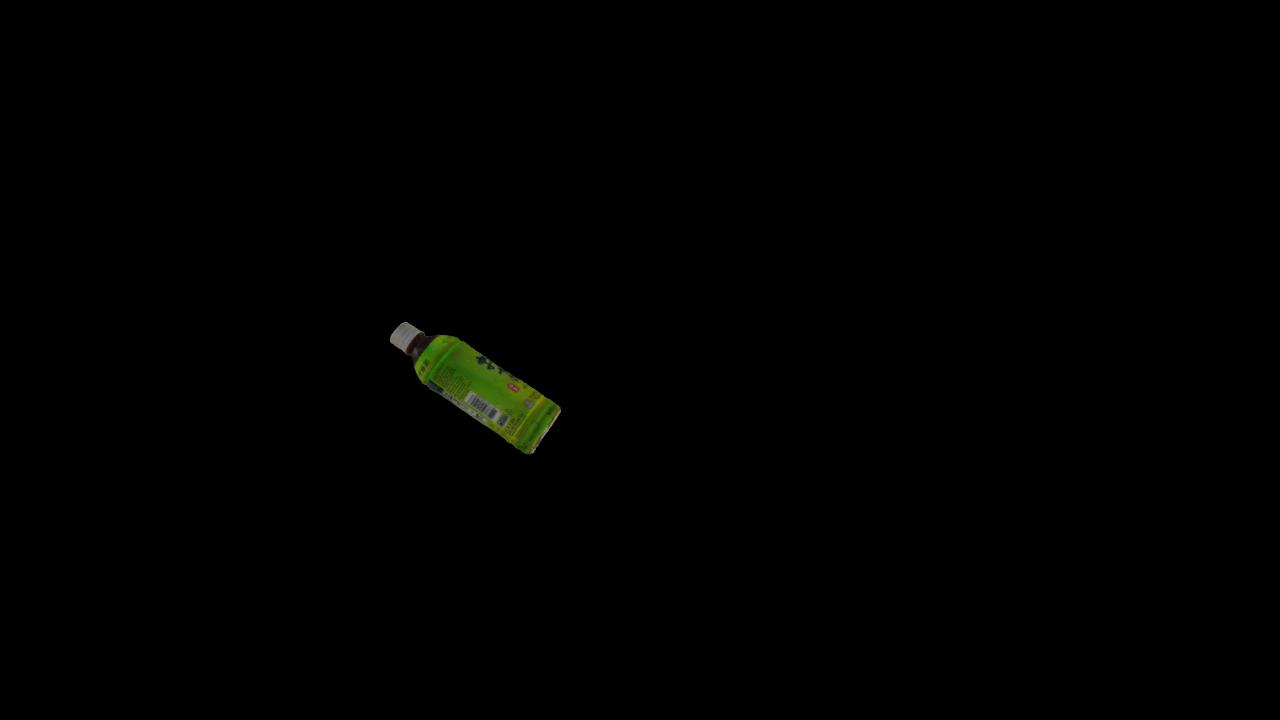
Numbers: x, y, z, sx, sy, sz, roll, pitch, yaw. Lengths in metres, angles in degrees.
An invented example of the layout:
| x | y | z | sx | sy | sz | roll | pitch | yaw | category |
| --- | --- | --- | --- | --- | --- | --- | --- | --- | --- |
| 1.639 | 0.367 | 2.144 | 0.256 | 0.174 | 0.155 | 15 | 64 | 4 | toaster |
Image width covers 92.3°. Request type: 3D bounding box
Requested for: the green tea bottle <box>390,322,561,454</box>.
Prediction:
| x | y | z | sx | sy | sz | roll | pitch | yaw | category |
| --- | --- | --- | --- | --- | --- | --- | --- | --- | --- |
| -0.197 | 0.027 | 0.724 | 0.212 | 0.073 | 0.073 | 35 | -3 | -5 | green tea bottle |
